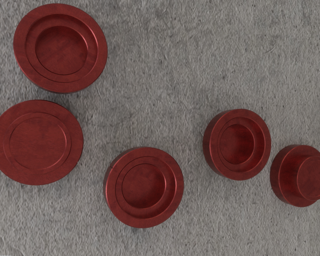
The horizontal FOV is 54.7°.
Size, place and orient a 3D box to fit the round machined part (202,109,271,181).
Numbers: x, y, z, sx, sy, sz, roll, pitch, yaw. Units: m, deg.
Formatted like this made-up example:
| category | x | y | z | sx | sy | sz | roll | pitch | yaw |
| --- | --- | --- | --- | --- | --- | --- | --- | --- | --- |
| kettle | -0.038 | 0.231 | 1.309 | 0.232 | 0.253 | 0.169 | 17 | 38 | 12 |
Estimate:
| category | x | y | z | sx | sy | sz | roll | pitch | yaw |
| --- | --- | --- | --- | --- | --- | --- | --- | --- | --- |
| round machined part | 0.104 | 0.022 | 0.438 | 0.099 | 0.042 | 0.097 | 0 | 90 | -20 |

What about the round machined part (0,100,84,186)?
| category | x | y | z | sx | sy | sz | roll | pitch | yaw |
| --- | --- | --- | --- | --- | --- | --- | --- | --- | --- |
| round machined part | -0.136 | 0.016 | 0.350 | 0.099 | 0.042 | 0.097 | 0 | 90 | -20 |

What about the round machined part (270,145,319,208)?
| category | x | y | z | sx | sy | sz | roll | pitch | yaw |
| --- | --- | --- | --- | --- | --- | --- | --- | --- | --- |
| round machined part | 0.225 | 0.075 | 0.483 | 0.099 | 0.042 | 0.097 | 0 | 90 | -20 |

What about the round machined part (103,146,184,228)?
| category | x | y | z | sx | sy | sz | roll | pitch | yaw |
| --- | --- | --- | --- | --- | --- | --- | --- | --- | --- |
| round machined part | -0.023 | 0.072 | 0.391 | 0.099 | 0.042 | 0.097 | 0 | 90 | -20 |

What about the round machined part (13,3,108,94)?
| category | x | y | z | sx | sy | sz | roll | pitch | yaw |
| --- | --- | --- | --- | --- | --- | --- | --- | --- | --- |
| round machined part | -0.113 | -0.088 | 0.358 | 0.099 | 0.042 | 0.097 | 0 | 90 | -20 |
